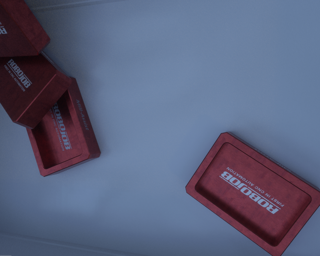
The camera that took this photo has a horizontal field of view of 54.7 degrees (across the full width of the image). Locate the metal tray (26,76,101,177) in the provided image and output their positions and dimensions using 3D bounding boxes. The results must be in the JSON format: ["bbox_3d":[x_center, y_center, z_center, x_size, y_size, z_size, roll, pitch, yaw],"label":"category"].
[{"bbox_3d":[-0.151,-0.003,0.461,0.090,0.030,0.129,-22,83,18],"label":"metal tray"}]

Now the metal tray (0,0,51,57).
[{"bbox_3d":[-0.223,-0.140,0.415,0.130,0.090,0.030,5,52,29],"label":"metal tray"}]

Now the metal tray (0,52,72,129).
[{"bbox_3d":[-0.194,-0.070,0.447,0.090,0.030,0.130,-49,57,2],"label":"metal tray"}]

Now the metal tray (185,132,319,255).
[{"bbox_3d":[0.108,0.075,0.369,0.130,0.030,0.090,35,101,16],"label":"metal tray"}]
